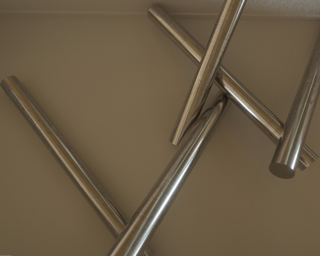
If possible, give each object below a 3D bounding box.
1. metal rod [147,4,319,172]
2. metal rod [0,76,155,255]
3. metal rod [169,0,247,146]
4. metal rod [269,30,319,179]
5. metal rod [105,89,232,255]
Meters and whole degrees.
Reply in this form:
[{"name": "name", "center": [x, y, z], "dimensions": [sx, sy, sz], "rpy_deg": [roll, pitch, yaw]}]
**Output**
[{"name": "metal rod", "center": [0.081, -0.066, 0.405], "dimensions": [0.025, 0.025, 0.300], "rpy_deg": [-35, 68, -12]}, {"name": "metal rod", "center": [-0.113, 0.044, 0.392], "dimensions": [0.025, 0.025, 0.300], "rpy_deg": [-39, 75, -13]}, {"name": "metal rod", "center": [0.077, -0.116, 0.379], "dimensions": [0.025, 0.025, 0.298], "rpy_deg": [23, 100, 8]}, {"name": "metal rod", "center": [0.193, -0.061, 0.391], "dimensions": [0.025, 0.025, 0.301], "rpy_deg": [28, 56, 10]}, {"name": "metal rod", "center": [0.023, 0.040, 0.330], "dimensions": [0.025, 0.025, 0.301], "rpy_deg": [30, 48, 10]}]
